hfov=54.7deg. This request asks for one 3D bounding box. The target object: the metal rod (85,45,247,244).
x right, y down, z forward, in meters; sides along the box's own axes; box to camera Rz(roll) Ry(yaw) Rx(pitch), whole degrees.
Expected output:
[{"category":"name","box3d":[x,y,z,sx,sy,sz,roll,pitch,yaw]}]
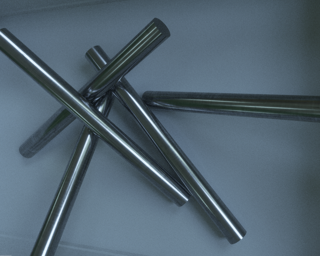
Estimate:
[{"category":"metal rod","box3d":[0.003,0.016,0.393,0.025,0.025,0.300,-40,83,16]}]

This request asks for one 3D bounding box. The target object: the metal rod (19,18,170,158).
[{"category":"metal rod","box3d":[-0.103,-0.035,0.406,0.299,0.025,0.025,-34,79,32]}]

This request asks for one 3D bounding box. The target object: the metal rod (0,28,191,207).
[{"category":"metal rod","box3d":[-0.079,-0.008,0.382,0.300,0.025,0.025,42,104,-7]}]

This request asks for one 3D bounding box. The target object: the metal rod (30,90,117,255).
[{"category":"metal rod","box3d":[-0.106,0.059,0.381,0.025,0.025,0.300,10,68,20]}]

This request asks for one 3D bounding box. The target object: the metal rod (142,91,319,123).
[{"category":"metal rod","box3d":[0.100,-0.023,0.324,0.300,0.025,0.025,7,93,39]}]
